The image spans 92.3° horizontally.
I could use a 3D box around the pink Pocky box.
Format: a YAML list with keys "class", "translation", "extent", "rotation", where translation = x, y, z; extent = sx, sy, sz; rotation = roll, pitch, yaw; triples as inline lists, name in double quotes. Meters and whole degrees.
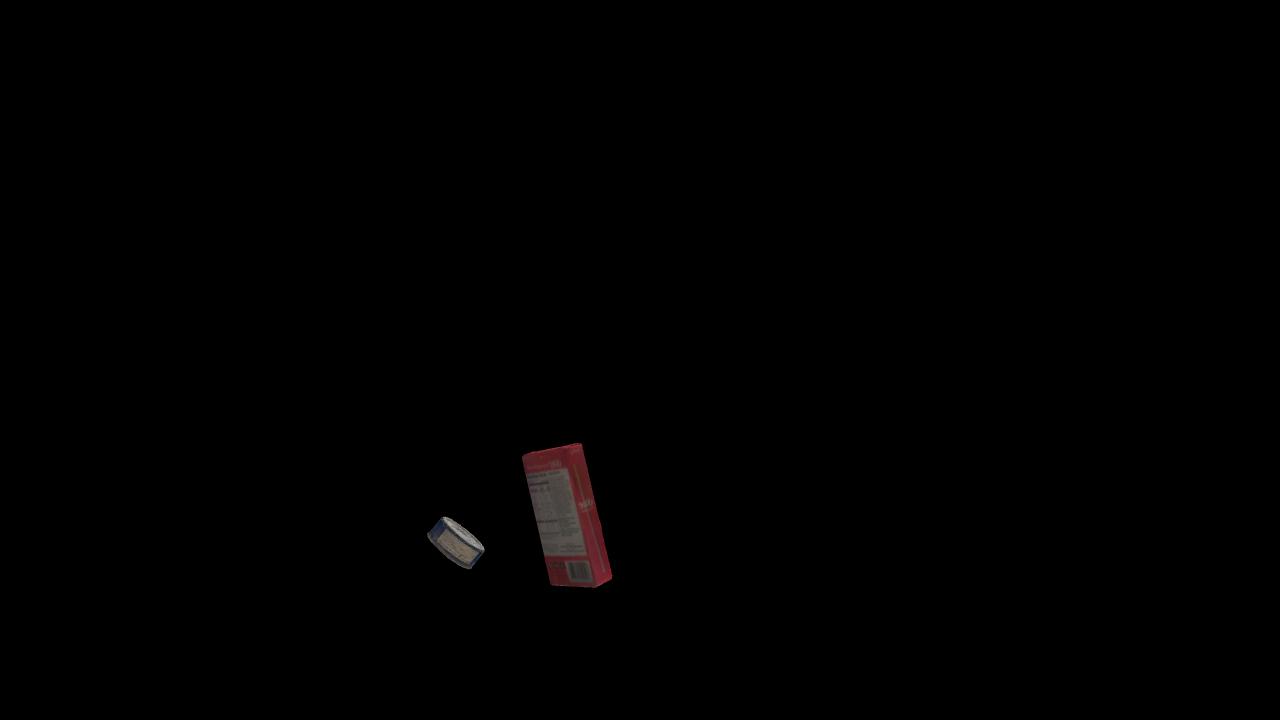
- class: "pink Pocky box"
  translation: [-0.084, 0.175, 0.695]
  extent: [0.084, 0.155, 0.029]
  rotation: [-18, -5, 42]

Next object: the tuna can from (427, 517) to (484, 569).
- class: "tuna can"
  translation: [-0.274, 0.272, 0.920]
  extent: [0.084, 0.034, 0.084]
  rotation: [37, -13, 10]
